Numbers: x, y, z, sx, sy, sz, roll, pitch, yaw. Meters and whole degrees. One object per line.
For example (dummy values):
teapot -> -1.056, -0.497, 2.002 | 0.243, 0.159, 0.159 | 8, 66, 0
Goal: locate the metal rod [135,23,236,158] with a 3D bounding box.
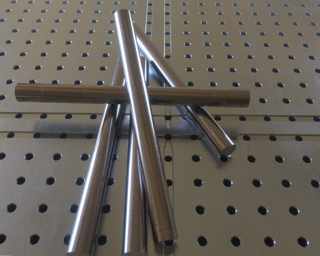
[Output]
metal rod -> 0.018, -0.074, 0.470 | 0.025, 0.025, 0.300 | -21, 53, -17

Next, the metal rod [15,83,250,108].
metal rod -> -0.036, -0.043, 0.409 | 0.302, 0.025, 0.025 | 2, 50, 1

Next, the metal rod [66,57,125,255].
metal rod -> -0.068, 0.010, 0.397 | 0.025, 0.025, 0.300 | 4, 50, 2

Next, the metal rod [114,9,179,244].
metal rod -> -0.022, -0.020, 0.371 | 0.025, 0.025, 0.299 | -9, 67, -8

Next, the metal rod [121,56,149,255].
metal rod -> -0.028, 0.010, 0.398 | 0.025, 0.025, 0.300 | -1, 50, -1
